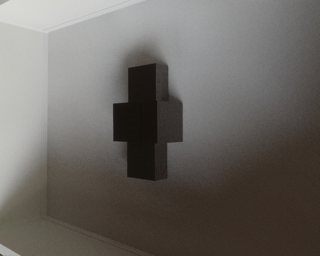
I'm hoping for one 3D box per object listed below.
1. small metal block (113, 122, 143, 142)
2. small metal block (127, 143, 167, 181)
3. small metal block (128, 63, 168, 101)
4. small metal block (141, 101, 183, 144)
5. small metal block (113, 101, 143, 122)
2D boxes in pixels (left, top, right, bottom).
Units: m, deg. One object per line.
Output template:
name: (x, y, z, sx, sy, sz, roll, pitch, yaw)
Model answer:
small metal block: (-0.026, 0.005, 0.410, 0.050, 0.050, 0.025, 0, 90, 40)
small metal block: (-0.018, 0.043, 0.419, 0.050, 0.025, 0.050, 0, 90, 40)
small metal block: (-0.016, -0.058, 0.418, 0.050, 0.025, 0.050, 0, 90, 40)
small metal block: (0.003, -0.007, 0.386, 0.025, 0.050, 0.050, 0, 90, 40)
small metal block: (-0.026, -0.020, 0.410, 0.050, 0.050, 0.025, 0, 90, 40)
